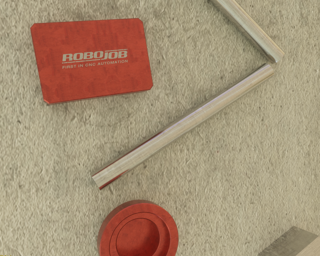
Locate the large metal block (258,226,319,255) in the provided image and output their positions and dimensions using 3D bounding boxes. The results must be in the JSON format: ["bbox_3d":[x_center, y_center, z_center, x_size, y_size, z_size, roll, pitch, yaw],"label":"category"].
[{"bbox_3d":[0.211,0.214,0.476,0.080,0.050,0.080,-29,100,-18],"label":"large metal block"}]

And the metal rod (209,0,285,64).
[{"bbox_3d":[0.069,-0.199,0.435,0.301,0.025,0.025,39,78,-16],"label":"metal rod"}]

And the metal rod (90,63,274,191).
[{"bbox_3d":[0.042,-0.010,0.425,0.302,0.025,0.025,-32,101,-17],"label":"metal rod"}]

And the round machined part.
[{"bbox_3d":[-0.030,0.139,0.390,0.099,0.042,0.097,0,90,-21],"label":"round machined part"}]

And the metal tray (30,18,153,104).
[{"bbox_3d":[-0.080,-0.082,0.377,0.131,0.030,0.089,-11,94,-20],"label":"metal tray"}]
